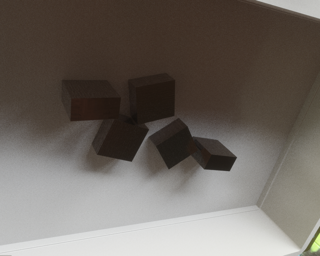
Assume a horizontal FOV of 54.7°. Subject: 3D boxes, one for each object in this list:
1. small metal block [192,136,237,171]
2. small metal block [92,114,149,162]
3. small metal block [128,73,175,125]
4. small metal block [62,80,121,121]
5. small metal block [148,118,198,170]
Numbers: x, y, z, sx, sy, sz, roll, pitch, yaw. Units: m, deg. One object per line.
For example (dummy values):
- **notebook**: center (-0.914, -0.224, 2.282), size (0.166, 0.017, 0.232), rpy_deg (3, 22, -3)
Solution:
- **small metal block**: center (0.076, 0.038, 0.460), size (0.050, 0.050, 0.025), rpy_deg (9, 114, -33)
- **small metal block**: center (-0.050, 0.011, 0.390), size (0.050, 0.025, 0.050), rpy_deg (17, 109, -35)
- **small metal block**: center (-0.010, -0.037, 0.382), size (0.050, 0.025, 0.050), rpy_deg (-14, 125, -21)
- **small metal block**: center (-0.075, -0.031, 0.333), size (0.050, 0.050, 0.025), rpy_deg (-4, 120, -27)
- **small metal block**: center (0.019, 0.022, 0.435), size (0.050, 0.025, 0.050), rpy_deg (-33, 129, -7)
